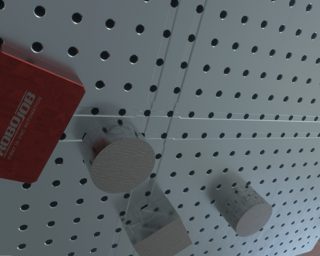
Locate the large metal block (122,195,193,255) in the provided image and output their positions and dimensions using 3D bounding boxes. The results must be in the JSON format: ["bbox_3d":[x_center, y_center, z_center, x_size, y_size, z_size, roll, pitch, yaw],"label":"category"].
[{"bbox_3d":[-0.003,0.169,0.498,0.080,0.050,0.080,-29,129,-10],"label":"large metal block"}]

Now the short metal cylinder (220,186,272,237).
[{"bbox_3d":[0.161,0.155,0.579,0.081,0.050,0.079,-14,124,-21],"label":"short metal cylinder"}]

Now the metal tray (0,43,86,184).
[{"bbox_3d":[-0.148,-0.009,0.321,0.091,0.030,0.129,22,106,-36],"label":"metal tray"}]

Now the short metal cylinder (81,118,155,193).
[{"bbox_3d":[-0.053,0.034,0.387,0.081,0.050,0.079,-14,124,-21],"label":"short metal cylinder"}]
